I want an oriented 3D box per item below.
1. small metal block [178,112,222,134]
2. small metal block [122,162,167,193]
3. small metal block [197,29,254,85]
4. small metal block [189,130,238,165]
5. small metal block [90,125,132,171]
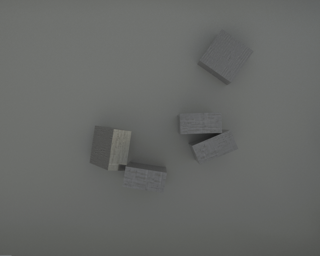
[{"bbox_3d":[0.050,-0.006,0.399,0.050,0.050,0.025,-2,90,0],"label":"small metal block"},{"bbox_3d":[-0.019,0.062,0.399,0.050,0.050,0.025,9,90,0],"label":"small metal block"},{"bbox_3d":[0.086,-0.093,0.412,0.050,0.025,0.050,35,90,0],"label":"small metal block"},{"bbox_3d":[0.067,0.023,0.399,0.050,0.050,0.025,-23,90,0],"label":"small metal block"},{"bbox_3d":[-0.064,0.025,0.396,0.025,0.050,0.050,8,90,-38],"label":"small metal block"}]
